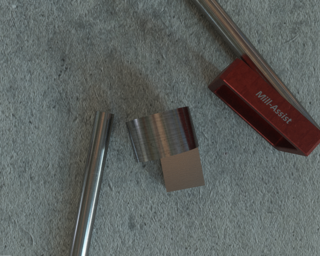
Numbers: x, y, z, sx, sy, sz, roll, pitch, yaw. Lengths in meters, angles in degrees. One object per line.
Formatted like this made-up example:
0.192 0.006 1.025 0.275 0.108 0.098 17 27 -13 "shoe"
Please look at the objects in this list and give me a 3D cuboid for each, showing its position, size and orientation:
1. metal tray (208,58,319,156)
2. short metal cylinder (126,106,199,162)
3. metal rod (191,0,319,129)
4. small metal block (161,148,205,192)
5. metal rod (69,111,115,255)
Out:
0.123 -0.023 0.379 0.130 0.090 0.030 42 90 -1 "metal tray"
0.003 0.008 0.383 0.080 0.080 0.050 -14 90 0 "short metal cylinder"
0.108 -0.108 0.411 0.025 0.025 0.300 -39 91 0 "metal rod"
0.029 0.054 0.410 0.050 0.025 0.050 -11 90 -1 "small metal block"
-0.100 0.126 0.408 0.025 0.025 0.298 11 90 -1 "metal rod"
